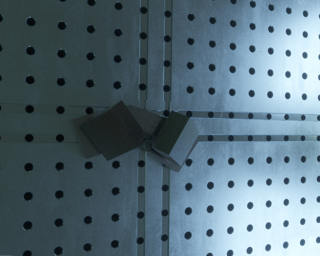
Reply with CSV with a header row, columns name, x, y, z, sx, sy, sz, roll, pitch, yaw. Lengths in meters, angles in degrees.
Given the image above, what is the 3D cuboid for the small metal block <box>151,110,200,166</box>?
name,x,y,z,sx,sy,sz,roll,pitch,yaw
small metal block,0.020,0.014,0.380,0.050,0.025,0.050,-60,152,-11

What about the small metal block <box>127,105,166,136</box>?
name,x,y,z,sx,sy,sz,roll,pitch,yaw
small metal block,-0.024,-0.008,0.391,0.050,0.050,0.025,20,84,-19

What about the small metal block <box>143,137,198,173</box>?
name,x,y,z,sx,sy,sz,roll,pitch,yaw
small metal block,0.015,0.024,0.419,0.050,0.025,0.050,37,78,-17

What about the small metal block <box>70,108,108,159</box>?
name,x,y,z,sx,sy,sz,roll,pitch,yaw
small metal block,-0.077,0.006,0.385,0.050,0.025,0.050,-21,97,-19

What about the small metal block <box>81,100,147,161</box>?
name,x,y,z,sx,sy,sz,roll,pitch,yaw
small metal block,-0.052,0.004,0.351,0.050,0.050,0.025,55,35,-12
